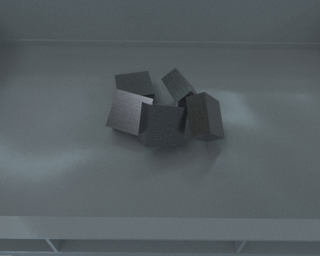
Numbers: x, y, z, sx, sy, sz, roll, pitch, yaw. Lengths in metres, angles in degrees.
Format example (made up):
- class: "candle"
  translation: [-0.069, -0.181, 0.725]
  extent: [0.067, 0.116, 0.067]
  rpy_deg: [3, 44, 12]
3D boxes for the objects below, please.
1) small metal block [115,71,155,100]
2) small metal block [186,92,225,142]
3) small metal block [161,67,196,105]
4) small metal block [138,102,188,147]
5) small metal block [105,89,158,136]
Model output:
- class: "small metal block"
  translation: [-0.037, -0.055, 0.451]
  extent: [0.050, 0.025, 0.050]
  rpy_deg: [-9, 51, -8]
- class: "small metal block"
  translation: [0.057, -0.012, 0.386]
  extent: [0.025, 0.050, 0.050]
  rpy_deg: [-13, 75, 28]
- class: "small metal block"
  translation: [0.034, -0.047, 0.426]
  extent: [0.025, 0.050, 0.050]
  rpy_deg: [-38, 52, 13]
- class: "small metal block"
  translation: [0.003, -0.004, 0.380]
  extent: [0.050, 0.050, 0.025]
  rpy_deg: [2, 11, -25]
- class: "small metal block"
  translation: [-0.036, -0.018, 0.404]
  extent: [0.050, 0.025, 0.050]
  rpy_deg: [17, 88, 13]
